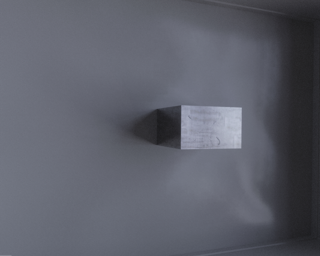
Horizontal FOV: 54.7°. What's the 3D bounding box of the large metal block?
[{"bbox_3d":[0.048,-0.001,0.400,0.081,0.080,0.050,1,90,-20],"label":"large metal block"}]
